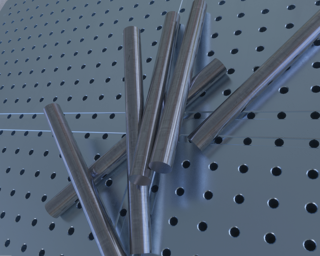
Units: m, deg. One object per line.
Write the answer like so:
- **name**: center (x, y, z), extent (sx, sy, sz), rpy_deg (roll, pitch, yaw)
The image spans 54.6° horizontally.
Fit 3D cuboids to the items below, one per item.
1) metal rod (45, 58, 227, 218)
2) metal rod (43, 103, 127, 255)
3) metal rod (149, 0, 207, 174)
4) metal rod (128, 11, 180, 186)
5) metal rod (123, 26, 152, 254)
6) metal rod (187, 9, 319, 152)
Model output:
- **metal rod**: center (-0.032, 0.014, 0.417), extent (0.300, 0.025, 0.025), rpy_deg (-41, 51, 0)
- **metal rod**: center (-0.088, 0.081, 0.378), extent (0.025, 0.025, 0.299), rpy_deg (-36, 60, 5)
- **metal rod**: center (0.032, -0.077, 0.410), extent (0.025, 0.025, 0.300), rpy_deg (-5, 50, 26)
- **metal rod**: center (0.000, -0.063, 0.420), extent (0.025, 0.025, 0.300), rpy_deg (-9, 49, 24)
- **metal rod**: center (-0.031, -0.002, 0.393), extent (0.025, 0.025, 0.299), rpy_deg (-13, 66, 21)
- **metal rod**: center (0.150, -0.084, 0.381), extent (0.300, 0.025, 0.025), rpy_deg (-44, 51, -2)
